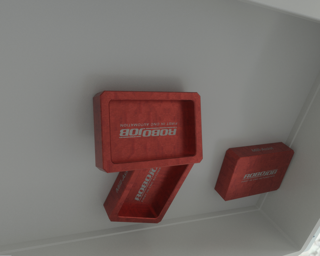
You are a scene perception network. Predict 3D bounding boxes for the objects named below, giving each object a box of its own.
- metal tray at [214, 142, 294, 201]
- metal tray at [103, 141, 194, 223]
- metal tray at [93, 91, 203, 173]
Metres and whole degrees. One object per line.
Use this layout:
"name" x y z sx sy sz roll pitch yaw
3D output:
"metal tray" 0.167 0.075 0.546 0.131 0.030 0.089 -4 120 -27
"metal tray" -0.014 0.077 0.447 0.091 0.030 0.129 15 110 -35
"metal tray" -0.011 0.002 0.375 0.131 0.030 0.089 -3 91 -28
